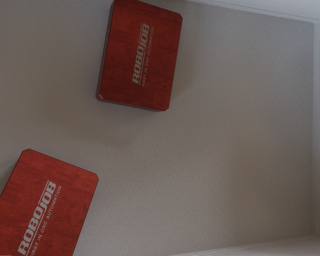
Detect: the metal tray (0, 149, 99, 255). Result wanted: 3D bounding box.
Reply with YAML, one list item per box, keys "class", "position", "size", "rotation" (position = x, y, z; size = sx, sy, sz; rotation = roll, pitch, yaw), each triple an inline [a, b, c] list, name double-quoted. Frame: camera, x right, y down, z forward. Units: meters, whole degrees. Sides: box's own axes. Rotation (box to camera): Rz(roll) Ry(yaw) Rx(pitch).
- class: "metal tray"
  position: [-0.131, 0.098, 0.336]
  size: [0.090, 0.030, 0.130]
  rotation: [25, 60, -19]

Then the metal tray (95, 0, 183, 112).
- class: "metal tray"
  position: [-0.026, -0.092, 0.399]
  size: [0.091, 0.030, 0.129]
  rotation: [10, 87, -20]
